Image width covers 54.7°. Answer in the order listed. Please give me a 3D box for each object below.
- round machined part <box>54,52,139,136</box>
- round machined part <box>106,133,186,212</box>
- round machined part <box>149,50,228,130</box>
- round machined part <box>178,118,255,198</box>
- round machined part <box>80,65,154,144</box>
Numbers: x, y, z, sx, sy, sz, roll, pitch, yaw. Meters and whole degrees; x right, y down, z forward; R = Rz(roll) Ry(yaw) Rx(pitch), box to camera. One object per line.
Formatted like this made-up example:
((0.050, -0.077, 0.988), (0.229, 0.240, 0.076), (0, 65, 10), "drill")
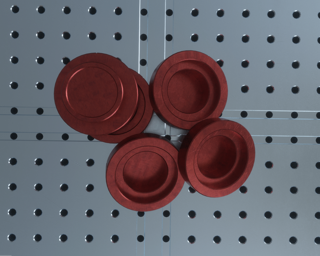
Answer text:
((-0.075, -0.040, 0.361), (0.099, 0.042, 0.097), (0, 90, -1), "round machined part")
((-0.020, 0.053, 0.396), (0.099, 0.042, 0.097), (-3, 105, -10), "round machined part")
((0.033, -0.046, 0.396), (0.099, 0.042, 0.097), (0, 91, -17), "round machined part")
((0.068, 0.035, 0.394), (0.099, 0.042, 0.097), (-4, 102, -21), "round machined part")
((-0.057, -0.030, 0.403), (0.099, 0.042, 0.097), (0, 90, -1), "round machined part")
